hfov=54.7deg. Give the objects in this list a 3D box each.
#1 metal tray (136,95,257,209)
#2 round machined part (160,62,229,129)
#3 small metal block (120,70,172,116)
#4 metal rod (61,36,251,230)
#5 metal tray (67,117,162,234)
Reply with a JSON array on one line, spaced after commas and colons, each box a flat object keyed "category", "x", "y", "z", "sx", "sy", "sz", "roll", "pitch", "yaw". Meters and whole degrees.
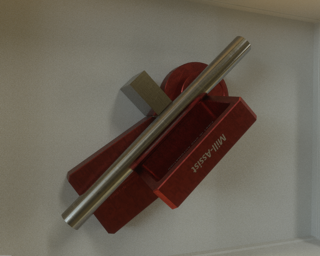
[{"category": "metal tray", "x": 0.035, "y": 0.020, "z": 0.348, "sx": 0.130, "sy": 0.090, "sz": 0.030, "roll": -46, "pitch": 108, "yaw": -8}, {"category": "round machined part", "x": 0.052, "y": -0.041, "z": 0.420, "sx": 0.099, "sy": 0.042, "sz": 0.097, "roll": 0, "pitch": 90, "yaw": -21}, {"category": "small metal block", "x": -0.019, "y": -0.042, "z": 0.390, "sx": 0.025, "sy": 0.050, "sz": 0.050, "roll": -47, "pitch": 105, "yaw": -14}, {"category": "metal rod", "x": 0.003, "y": -0.002, "z": 0.370, "sx": 0.300, "sy": 0.025, "sz": 0.025, "roll": -46, "pitch": 105, "yaw": -10}, {"category": "metal tray", "x": -0.038, "y": 0.056, "z": 0.393, "sx": 0.131, "sy": 0.030, "sz": 0.090, "roll": -37, "pitch": 102, "yaw": -17}]
